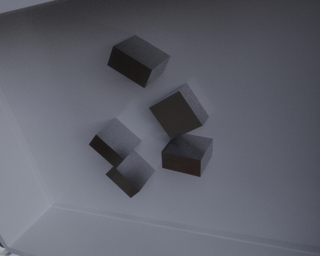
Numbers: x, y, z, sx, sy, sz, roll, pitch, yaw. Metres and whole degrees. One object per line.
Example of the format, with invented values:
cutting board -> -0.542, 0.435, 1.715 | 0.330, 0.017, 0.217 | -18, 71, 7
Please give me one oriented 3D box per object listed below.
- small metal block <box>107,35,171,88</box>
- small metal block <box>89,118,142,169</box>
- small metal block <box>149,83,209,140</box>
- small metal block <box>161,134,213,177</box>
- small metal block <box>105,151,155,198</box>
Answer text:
small metal block -> -0.023, -0.078, 0.357 | 0.050, 0.050, 0.025 | 33, 129, 7
small metal block -> -0.062, 0.020, 0.438 | 0.050, 0.050, 0.025 | 42, 129, -1
small metal block -> 0.023, -0.020, 0.384 | 0.050, 0.025, 0.050 | -26, 104, 37
small metal block -> 0.036, 0.032, 0.394 | 0.050, 0.050, 0.025 | 11, 123, 22
small metal block -> -0.042, 0.065, 0.455 | 0.050, 0.050, 0.025 | 44, 129, -3
